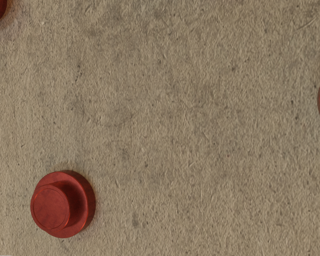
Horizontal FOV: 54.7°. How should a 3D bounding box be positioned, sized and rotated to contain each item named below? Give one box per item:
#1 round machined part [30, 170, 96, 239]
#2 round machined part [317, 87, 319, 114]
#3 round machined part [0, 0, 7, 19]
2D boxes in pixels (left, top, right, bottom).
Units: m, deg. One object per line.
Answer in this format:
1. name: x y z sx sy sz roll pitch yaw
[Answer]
1. round machined part: -0.148 0.113 0.452 0.098 0.042 0.097 0 90 20
2. round machined part: 0.218 -0.030 0.323 0.098 0.042 0.097 0 90 20
3. round machined part: -0.291 -0.209 0.503 0.098 0.042 0.097 0 90 20
